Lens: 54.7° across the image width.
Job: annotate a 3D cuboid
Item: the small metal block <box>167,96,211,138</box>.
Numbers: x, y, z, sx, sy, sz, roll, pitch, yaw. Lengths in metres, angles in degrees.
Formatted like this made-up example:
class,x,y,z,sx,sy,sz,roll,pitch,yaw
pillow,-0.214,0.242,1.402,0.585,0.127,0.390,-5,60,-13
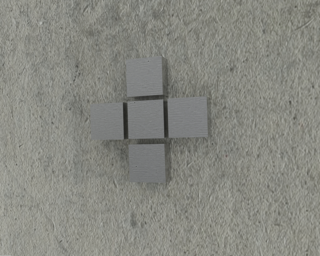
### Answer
class,x,y,z,sx,sy,sz,roll,pitch,yaw
small metal block,0.038,-0.013,0.396,0.050,0.025,0.050,-2,89,19

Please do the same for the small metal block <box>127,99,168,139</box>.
class,x,y,z,sx,sy,sz,roll,pitch,yaw
small metal block,-0.015,-0.011,0.415,0.050,0.025,0.050,-2,89,19

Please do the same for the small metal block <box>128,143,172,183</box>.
class,x,y,z,sx,sy,sz,roll,pitch,yaw
small metal block,-0.013,0.046,0.414,0.050,0.025,0.050,-2,89,19

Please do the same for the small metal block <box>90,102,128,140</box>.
class,x,y,z,sx,sy,sz,roll,pitch,yaw
small metal block,-0.068,-0.009,0.433,0.050,0.025,0.050,-2,89,19

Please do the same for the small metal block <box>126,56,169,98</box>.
class,x,y,z,sx,sy,sz,roll,pitch,yaw
small metal block,-0.017,-0.067,0.415,0.050,0.025,0.050,-2,89,19
